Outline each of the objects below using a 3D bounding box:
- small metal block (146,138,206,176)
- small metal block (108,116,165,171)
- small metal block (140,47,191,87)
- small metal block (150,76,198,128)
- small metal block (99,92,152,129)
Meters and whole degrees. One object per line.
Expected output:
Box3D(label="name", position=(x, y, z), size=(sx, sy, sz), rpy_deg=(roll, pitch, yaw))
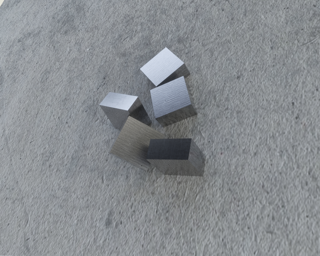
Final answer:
Box3D(label="small metal block", position=(0.020, 0.034, 0.356), size=(0.050, 0.050, 0.025), rpy_deg=(-2, 61, 27))
Box3D(label="small metal block", position=(-0.030, 0.020, 0.387), size=(0.050, 0.050, 0.025), rpy_deg=(-64, 11, -12))
Box3D(label="small metal block", position=(0.007, -0.082, 0.451), size=(0.050, 0.025, 0.050), rpy_deg=(-40, 51, 1))
Box3D(label="small metal block", position=(0.018, -0.035, 0.416), size=(0.050, 0.025, 0.050), rpy_deg=(-22, 54, 15))
Box3D(label="small metal block", position=(-0.046, -0.020, 0.422), size=(0.050, 0.050, 0.025), rpy_deg=(13, 57, 33))
